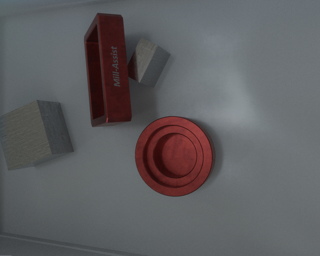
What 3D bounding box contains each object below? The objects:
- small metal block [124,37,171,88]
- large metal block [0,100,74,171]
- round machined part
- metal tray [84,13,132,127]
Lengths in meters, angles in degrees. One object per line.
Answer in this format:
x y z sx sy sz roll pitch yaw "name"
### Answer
-0.016 -0.083 0.402 0.025 0.050 0.050 30 100 17 "small metal block"
-0.186 0.011 0.461 0.080 0.050 0.080 -20 84 18 "large metal block"
0.022 0.034 0.393 0.098 0.042 0.097 0 90 19 "round machined part"
-0.070 -0.069 0.401 0.030 0.090 0.129 -4 88 -24 "metal tray"
